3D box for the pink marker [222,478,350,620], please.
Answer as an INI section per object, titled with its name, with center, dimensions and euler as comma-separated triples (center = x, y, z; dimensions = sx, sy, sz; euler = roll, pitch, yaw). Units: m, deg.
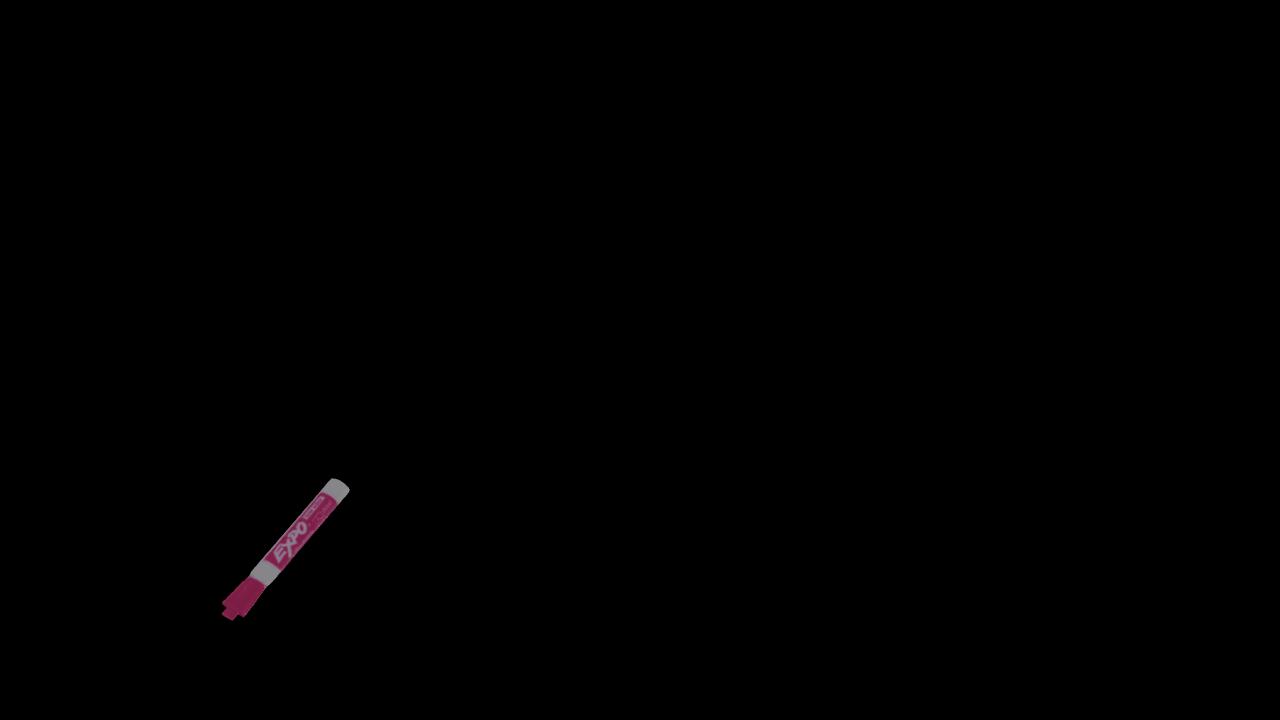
[pink marker]
center = -0.276, 0.145, 0.482
dimensions = 0.020, 0.020, 0.121
euler = 0, 41, 27
